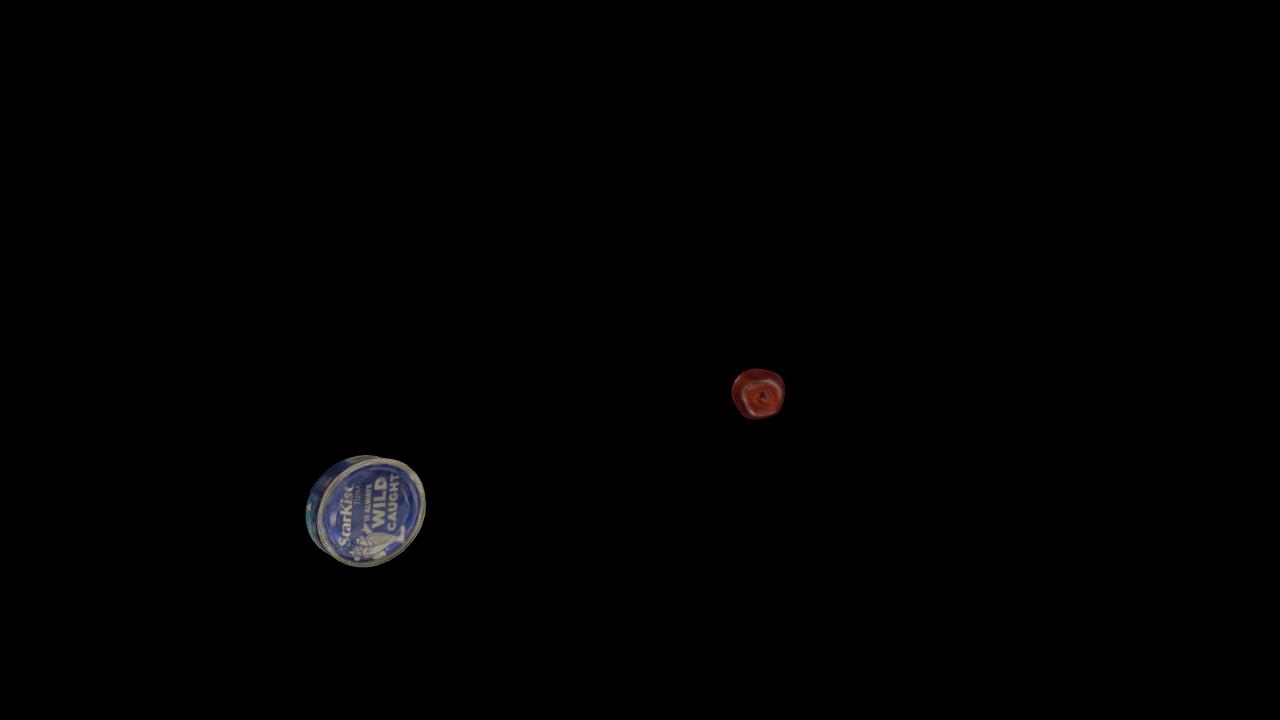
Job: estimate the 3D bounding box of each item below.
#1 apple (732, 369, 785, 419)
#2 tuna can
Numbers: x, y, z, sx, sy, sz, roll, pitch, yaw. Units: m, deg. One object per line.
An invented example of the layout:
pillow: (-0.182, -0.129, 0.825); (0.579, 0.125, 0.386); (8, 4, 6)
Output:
apple: (0.174, 0.048, 0.906); (0.079, 0.079, 0.093); (0, 4, 1)
tuna can: (-0.217, 0.118, 0.489); (0.034, 0.084, 0.084); (0, 0, 44)
